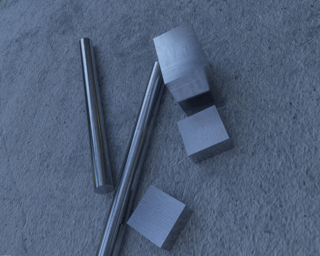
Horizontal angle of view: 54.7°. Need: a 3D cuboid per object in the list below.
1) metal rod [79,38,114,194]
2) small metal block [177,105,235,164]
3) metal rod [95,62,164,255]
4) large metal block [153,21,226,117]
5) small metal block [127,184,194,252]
[{"bbox_3d":[-0.103,-0.039,0.479,0.025,0.025,0.299,-25,53,12],"label":"metal rod"},{"bbox_3d":[0.054,0.008,0.370,0.050,0.025,0.050,-25,53,12],"label":"small metal block"},{"bbox_3d":[-0.033,0.041,0.394,0.025,0.025,0.300,0,62,28],"label":"metal rod"},{"bbox_3d":[0.037,-0.071,0.392,0.050,0.080,0.080,-23,54,14],"label":"large metal block"},{"bbox_3d":[0.000,0.099,0.342,0.050,0.025,0.050,24,74,36],"label":"small metal block"}]
